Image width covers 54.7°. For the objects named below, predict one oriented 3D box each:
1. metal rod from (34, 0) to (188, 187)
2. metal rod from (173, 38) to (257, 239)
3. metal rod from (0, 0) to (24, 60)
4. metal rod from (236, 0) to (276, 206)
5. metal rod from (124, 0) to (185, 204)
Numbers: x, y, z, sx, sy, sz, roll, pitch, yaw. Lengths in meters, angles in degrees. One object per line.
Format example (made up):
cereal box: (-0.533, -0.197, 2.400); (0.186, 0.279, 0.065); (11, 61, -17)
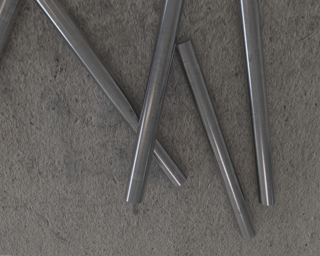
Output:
metal rod: (-0.055, -0.043, 0.393); (0.025, 0.025, 0.299); (-32, 107, 11)
metal rod: (0.080, 0.028, 0.420); (0.025, 0.025, 0.299); (-20, 109, 7)
metal rod: (-0.239, -0.036, 0.394); (0.025, 0.025, 0.298); (29, 107, -10)
metal rod: (0.126, -0.032, 0.398); (0.025, 0.025, 0.298); (-11, 110, 4)
metal rod: (-0.004, -0.050, 0.372); (0.025, 0.025, 0.298); (11, 103, -4)
